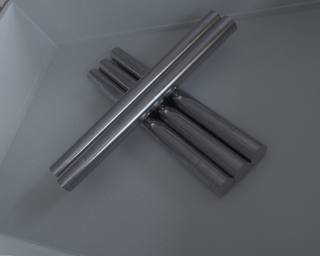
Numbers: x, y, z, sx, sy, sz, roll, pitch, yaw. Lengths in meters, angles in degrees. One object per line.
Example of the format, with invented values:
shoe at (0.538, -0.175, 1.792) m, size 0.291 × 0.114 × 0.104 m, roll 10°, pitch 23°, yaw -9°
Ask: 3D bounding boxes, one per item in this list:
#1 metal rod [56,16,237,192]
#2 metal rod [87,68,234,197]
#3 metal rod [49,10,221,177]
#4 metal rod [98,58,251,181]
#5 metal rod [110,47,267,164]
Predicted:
metal rod at (-0.014, -0.033, 0.400) m, size 0.300 × 0.025 × 0.025 m, roll -44°, pitch 51°, yaw -3°
metal rod at (-0.020, -0.012, 0.422) m, size 0.025 × 0.025 × 0.300 m, roll -47°, pitch 51°, yaw -4°
metal rod at (-0.030, -0.046, 0.416) m, size 0.300 × 0.025 × 0.025 m, roll -44°, pitch 51°, yaw -3°
metal rod at (-0.002, -0.029, 0.422) m, size 0.025 × 0.025 × 0.300 m, roll -47°, pitch 51°, yaw -4°
metal rod at (0.017, -0.047, 0.424) m, size 0.025 × 0.025 × 0.300 m, roll -46°, pitch 51°, yaw -4°
